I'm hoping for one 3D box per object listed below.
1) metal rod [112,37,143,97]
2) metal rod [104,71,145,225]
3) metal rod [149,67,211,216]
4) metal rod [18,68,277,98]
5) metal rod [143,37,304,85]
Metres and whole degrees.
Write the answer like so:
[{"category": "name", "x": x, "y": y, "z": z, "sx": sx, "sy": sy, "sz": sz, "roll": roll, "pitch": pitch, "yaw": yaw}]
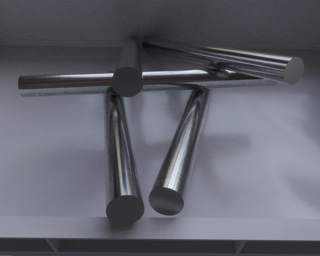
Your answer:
[{"category": "metal rod", "x": -0.037, "y": -0.089, "z": 0.387, "sx": 0.025, "sy": 0.025, "sz": 0.300, "roll": -3, "pitch": 21, "yaw": -3}, {"category": "metal rod", "x": -0.048, "y": -0.010, "z": 0.335, "sx": 0.025, "sy": 0.025, "sz": 0.300, "roll": -8, "pitch": 26, "yaw": -7}, {"category": "metal rod", "x": 0.038, "y": -0.015, "z": 0.346, "sx": 0.025, "sy": 0.025, "sz": 0.301, "roll": 11, "pitch": 28, "yaw": 9}, {"category": "metal rod", "x": -0.008, "y": -0.056, "z": 0.371, "sx": 0.302, "sy": 0.025, "sz": 0.025, "roll": -3, "pitch": 50, "yaw": -6}, {"category": "metal rod", "x": 0.051, "y": -0.096, "z": 0.402, "sx": 0.025, "sy": 0.025, "sz": 0.300, "roll": -24, "pitch": 28, "yaw": -19}]
